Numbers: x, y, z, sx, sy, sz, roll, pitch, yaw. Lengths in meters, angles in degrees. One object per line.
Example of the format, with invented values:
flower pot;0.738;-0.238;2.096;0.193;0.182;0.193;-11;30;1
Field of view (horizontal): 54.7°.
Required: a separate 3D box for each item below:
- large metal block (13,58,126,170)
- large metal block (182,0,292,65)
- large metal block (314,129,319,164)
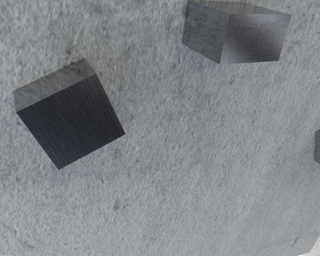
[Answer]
large metal block;-0.095;-0.016;0.330;0.080;0.050;0.080;-29;129;-11
large metal block;0.082;-0.110;0.350;0.081;0.080;0.050;-9;122;-24
large metal block;0.355;0.030;0.608;0.080;0.050;0.080;-28;128;-11
